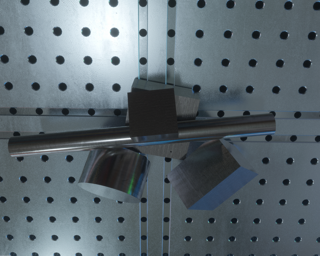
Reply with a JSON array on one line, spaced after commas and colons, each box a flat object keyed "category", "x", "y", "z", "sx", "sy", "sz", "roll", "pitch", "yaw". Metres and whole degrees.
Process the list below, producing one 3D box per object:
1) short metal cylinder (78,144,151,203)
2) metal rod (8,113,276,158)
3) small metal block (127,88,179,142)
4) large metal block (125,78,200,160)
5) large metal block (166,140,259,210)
[{"category": "short metal cylinder", "x": -0.057, "y": 0.060, "z": 0.395, "sx": 0.080, "sy": 0.080, "sz": 0.050, "roll": 18, "pitch": 66, "yaw": -7}, {"category": "metal rod", "x": -0.022, "y": 0.009, "z": 0.359, "sx": 0.302, "sy": 0.025, "sz": 0.025, "roll": -5, "pitch": 110, "yaw": 2}, {"category": "small metal block", "x": -0.007, "y": -0.013, "z": 0.338, "sx": 0.050, "sy": 0.025, "sz": 0.050, "roll": -5, "pitch": 75, "yaw": 2}, {"category": "large metal block", "x": -0.001, "y": -0.012, "z": 0.392, "sx": 0.081, "sy": 0.050, "sz": 0.079, "roll": 10, "pitch": 110, "yaw": -4}, {"category": "large metal block", "x": 0.069, "y": 0.060, "z": 0.396, "sx": 0.080, "sy": 0.050, "sz": 0.080, "roll": -43, "pitch": 149, "yaw": 14}]
